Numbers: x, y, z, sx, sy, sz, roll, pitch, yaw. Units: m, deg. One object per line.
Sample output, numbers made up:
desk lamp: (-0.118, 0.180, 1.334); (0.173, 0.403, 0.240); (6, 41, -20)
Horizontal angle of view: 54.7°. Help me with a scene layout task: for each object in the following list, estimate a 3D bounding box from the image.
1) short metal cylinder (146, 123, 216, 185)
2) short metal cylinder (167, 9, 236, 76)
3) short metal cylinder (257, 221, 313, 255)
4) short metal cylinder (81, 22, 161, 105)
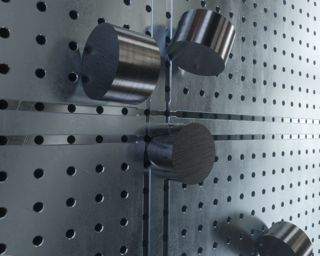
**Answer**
short metal cylinder: (0.029, 0.033, 0.417); (0.081, 0.050, 0.079); (0, 90, -40)
short metal cylinder: (0.056, -0.113, 0.419); (0.080, 0.080, 0.050); (32, 70, -35)
short metal cylinder: (0.226, 0.218, 0.563); (0.050, 0.080, 0.080); (-24, 105, -38)
short metal cylinder: (-0.044, -0.067, 0.336); (0.050, 0.080, 0.080); (4, 87, -40)
